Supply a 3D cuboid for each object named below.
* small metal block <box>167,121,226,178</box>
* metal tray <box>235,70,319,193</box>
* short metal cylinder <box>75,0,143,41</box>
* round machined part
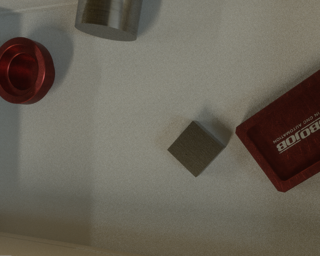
[{"bbox_3d":[0.047,0.026,0.394,0.050,0.025,0.050,44,103,14],"label":"small metal block"},{"bbox_3d":[0.165,0.001,0.349,0.130,0.030,0.090,-37,79,16],"label":"metal tray"},{"bbox_3d":[-0.066,-0.149,0.404,0.080,0.080,0.050,11,94,19],"label":"short metal cylinder"},{"bbox_3d":[-0.201,-0.084,0.470,0.098,0.042,0.097,0,90,19],"label":"round machined part"}]
